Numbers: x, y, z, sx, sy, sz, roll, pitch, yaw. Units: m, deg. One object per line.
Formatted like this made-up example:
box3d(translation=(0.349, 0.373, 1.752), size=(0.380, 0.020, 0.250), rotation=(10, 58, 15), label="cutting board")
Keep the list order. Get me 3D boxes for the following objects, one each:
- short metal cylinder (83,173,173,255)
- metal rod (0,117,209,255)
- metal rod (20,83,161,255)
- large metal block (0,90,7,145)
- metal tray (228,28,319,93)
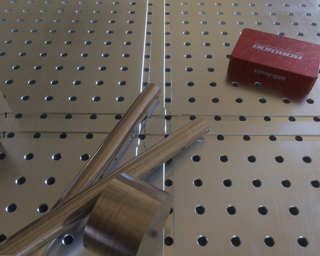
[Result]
box3d(translation=(-0.028, 0.090, 0.296), size=(0.050, 0.080, 0.080), rotation=(22, 53, 17), label="short metal cylinder")
box3d(translation=(-0.054, 0.063, 0.332), size=(0.302, 0.025, 0.025), rotation=(-31, 57, -32), label="metal rod")
box3d(translation=(-0.075, 0.047, 0.366), size=(0.025, 0.025, 0.301), rotation=(21, 53, 16), label="metal rod")
box3d(translation=(-0.239, -0.029, 0.393), size=(0.050, 0.080, 0.080), rotation=(-11, 51, -9), label="large metal block")
box3d(translation=(0.187, -0.113, 0.502), size=(0.130, 0.030, 0.090), rotation=(19, 52, 14), label="metal tray")
